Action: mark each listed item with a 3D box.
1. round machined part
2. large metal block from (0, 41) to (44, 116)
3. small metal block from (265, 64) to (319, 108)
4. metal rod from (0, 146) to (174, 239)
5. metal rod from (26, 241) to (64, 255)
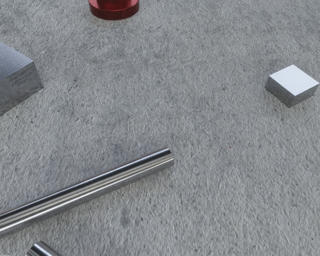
[{"bbox_3d":[-0.090,-0.256,0.606,0.099,0.042,0.098,0,50,0],"label":"round machined part"},{"bbox_3d":[-0.232,-0.072,0.444,0.080,0.050,0.080,30,56,22],"label":"large metal block"},{"bbox_3d":[0.194,-0.063,0.458,0.050,0.025,0.050,-25,55,-20],"label":"small metal block"},{"bbox_3d":[-0.124,0.085,0.329,0.302,0.025,0.025,-21,53,-17],"label":"metal rod"},{"bbox_3d":[0.006,0.182,0.250,0.301,0.025,0.025,26,55,19],"label":"metal rod"}]
